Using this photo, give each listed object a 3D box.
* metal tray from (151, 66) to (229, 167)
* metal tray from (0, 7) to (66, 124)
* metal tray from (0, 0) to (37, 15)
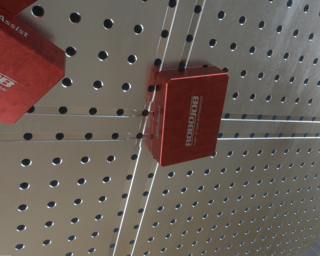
[{"bbox_3d":[0.039,-0.015,0.422,0.091,0.030,0.129,-10,123,-24],"label":"metal tray"},{"bbox_3d":[-0.160,-0.064,0.261,0.090,0.030,0.130,-35,133,23],"label":"metal tray"},{"bbox_3d":[-0.102,-0.165,0.251,0.130,0.030,0.090,-36,130,-5],"label":"metal tray"}]
